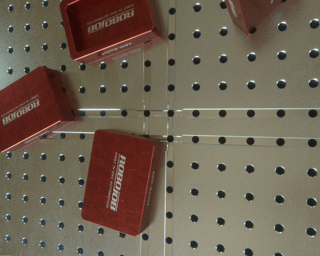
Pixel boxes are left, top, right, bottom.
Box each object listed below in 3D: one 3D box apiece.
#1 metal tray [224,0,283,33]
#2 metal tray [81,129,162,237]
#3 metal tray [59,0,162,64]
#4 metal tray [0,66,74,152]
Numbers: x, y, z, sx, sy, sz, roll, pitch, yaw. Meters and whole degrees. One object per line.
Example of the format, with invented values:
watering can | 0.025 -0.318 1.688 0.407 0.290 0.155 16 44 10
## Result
metal tray | 0.109 -0.157 0.318 0.090 0.130 0.030 -44 76 15
metal tray | -0.054 0.072 0.430 0.090 0.030 0.129 11 94 19
metal tray | -0.071 -0.153 0.435 0.130 0.030 0.090 -15 85 19
metal tray | -0.207 -0.027 0.484 0.130 0.030 0.090 -25 82 18
